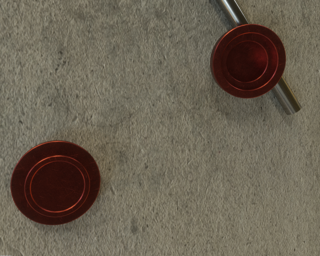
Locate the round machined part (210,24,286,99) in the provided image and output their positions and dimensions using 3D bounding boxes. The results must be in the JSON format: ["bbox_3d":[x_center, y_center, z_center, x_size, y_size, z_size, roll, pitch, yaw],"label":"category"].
[{"bbox_3d":[0.119,-0.092,0.432,0.099,0.042,0.097,0,104,-2],"label":"round machined part"}]

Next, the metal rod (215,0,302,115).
[{"bbox_3d":[0.123,-0.145,0.454,0.025,0.025,0.299,-40,103,-16],"label":"metal rod"}]

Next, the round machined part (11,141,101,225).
[{"bbox_3d":[-0.118,0.064,0.357,0.099,0.042,0.097,0,90,-20],"label":"round machined part"}]
